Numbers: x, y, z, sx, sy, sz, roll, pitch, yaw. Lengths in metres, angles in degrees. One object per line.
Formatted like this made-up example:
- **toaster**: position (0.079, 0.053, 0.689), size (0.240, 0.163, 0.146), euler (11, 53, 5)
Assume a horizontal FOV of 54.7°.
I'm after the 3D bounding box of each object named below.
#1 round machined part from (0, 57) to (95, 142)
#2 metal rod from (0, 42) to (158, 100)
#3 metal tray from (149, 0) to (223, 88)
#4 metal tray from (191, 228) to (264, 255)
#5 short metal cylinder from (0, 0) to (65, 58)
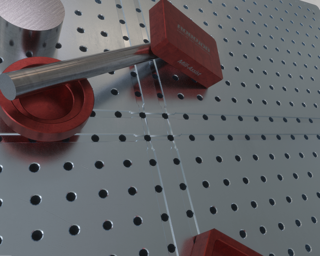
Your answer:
- **round machined part**: position (-0.127, -0.028, 0.346), size (0.099, 0.042, 0.098), euler (14, 56, -21)
- **metal rod**: position (-0.054, -0.087, 0.392), size (0.025, 0.025, 0.302), euler (50, 39, 7)
- **metal tray**: position (0.042, -0.127, 0.478), size (0.131, 0.030, 0.090), euler (24, 50, -39)
- **metal tray**: position (0.068, 0.187, 0.327), size (0.090, 0.030, 0.130), euler (31, 52, -8)
- **short metal cylinder**: position (-0.164, -0.134, 0.386), size (0.081, 0.050, 0.080), euler (14, 56, -21)
